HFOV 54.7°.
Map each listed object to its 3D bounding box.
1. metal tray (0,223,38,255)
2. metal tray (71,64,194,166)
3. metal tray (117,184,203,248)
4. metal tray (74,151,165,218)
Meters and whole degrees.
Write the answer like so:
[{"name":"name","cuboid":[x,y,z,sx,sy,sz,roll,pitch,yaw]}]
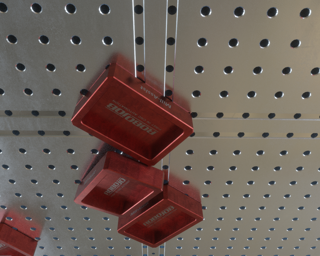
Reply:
[{"name":"metal tray","cuboid":[-0.321,0.238,0.606,0.130,0.030,0.090,-27,126,20]},{"name":"metal tray","cuboid":[-0.033,-0.011,0.398,0.131,0.030,0.090,32,123,-25]},{"name":"metal tray","cuboid":[-0.001,0.158,0.543,0.090,0.030,0.130,34,122,-26]},{"name":"metal tray","cuboid":[-0.064,0.090,0.467,0.090,0.030,0.129,24,137,-20]}]
